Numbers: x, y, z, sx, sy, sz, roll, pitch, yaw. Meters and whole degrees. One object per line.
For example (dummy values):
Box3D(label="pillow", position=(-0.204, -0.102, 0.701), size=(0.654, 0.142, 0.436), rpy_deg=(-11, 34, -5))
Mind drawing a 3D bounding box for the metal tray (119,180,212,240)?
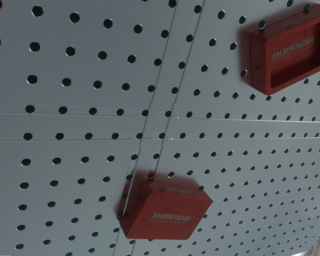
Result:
Box3D(label="metal tray", position=(0.012, 0.136, 0.501), size=(0.131, 0.030, 0.089), rpy_deg=(16, 110, -35))

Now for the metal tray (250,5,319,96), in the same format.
Box3D(label="metal tray", position=(0.194, -0.112, 0.447), size=(0.131, 0.030, 0.090), rpy_deg=(-25, 128, -13))
